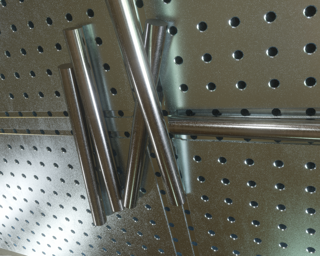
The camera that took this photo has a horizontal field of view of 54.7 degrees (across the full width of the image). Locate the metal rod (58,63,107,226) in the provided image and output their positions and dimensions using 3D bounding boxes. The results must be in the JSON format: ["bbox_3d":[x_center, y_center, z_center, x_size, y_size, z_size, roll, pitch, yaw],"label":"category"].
[{"bbox_3d":[-0.119,0.044,0.498,0.025,0.025,0.298,10,123,22],"label":"metal rod"}]

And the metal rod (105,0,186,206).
[{"bbox_3d":[-0.008,-0.013,0.380,0.025,0.025,0.298,3,128,26],"label":"metal rod"}]

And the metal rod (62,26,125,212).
[{"bbox_3d":[-0.091,0.005,0.459,0.025,0.025,0.298,6,121,25],"label":"metal rod"}]

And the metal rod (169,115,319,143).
[{"bbox_3d":[0.151,0.002,0.332,0.301,0.025,0.025,3,120,26],"label":"metal rod"}]

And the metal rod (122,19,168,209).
[{"bbox_3d":[-0.027,0.004,0.425,0.025,0.025,0.298,22,127,15],"label":"metal rod"}]
